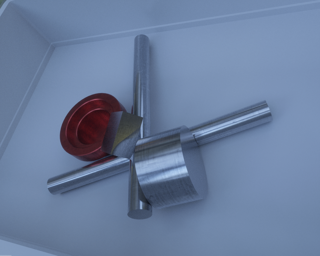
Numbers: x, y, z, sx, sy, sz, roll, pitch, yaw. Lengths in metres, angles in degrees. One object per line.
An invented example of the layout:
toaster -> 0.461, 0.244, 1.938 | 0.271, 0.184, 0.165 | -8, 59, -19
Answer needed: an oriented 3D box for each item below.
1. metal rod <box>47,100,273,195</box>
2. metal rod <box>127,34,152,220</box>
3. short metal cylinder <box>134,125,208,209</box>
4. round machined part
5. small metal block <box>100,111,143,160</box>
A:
metal rod -> -0.012, 0.030, 0.390 | 0.301, 0.025, 0.025 | -20, 54, 15
metal rod -> -0.025, -0.027, 0.409 | 0.025, 0.025, 0.300 | -18, 48, 18
short metal cylinder -> 0.014, 0.042, 0.334 | 0.050, 0.080, 0.080 | -18, 55, 18
round machined part -> -0.087, 0.002, 0.436 | 0.098, 0.042, 0.098 | -13, 56, 20
small metal block -> -0.047, 0.008, 0.369 | 0.050, 0.025, 0.050 | 2, 76, 66
